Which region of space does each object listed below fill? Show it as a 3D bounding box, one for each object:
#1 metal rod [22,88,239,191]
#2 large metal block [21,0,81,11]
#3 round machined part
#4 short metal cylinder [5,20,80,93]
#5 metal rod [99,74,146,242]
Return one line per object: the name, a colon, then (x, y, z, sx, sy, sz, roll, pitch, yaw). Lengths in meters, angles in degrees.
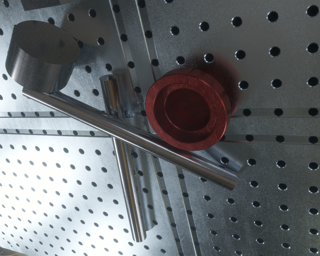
metal rod: (-0.040, 0.008, 0.409, 0.301, 0.025, 0.025, 24, 128, 2)
large metal block: (-0.109, -0.175, 0.325, 0.050, 0.080, 0.079, 3, 120, 27)
round machined part: (0.036, -0.025, 0.366, 0.098, 0.042, 0.097, 13, 124, 21)
short metal cylinder: (-0.150, -0.092, 0.398, 0.080, 0.080, 0.050, 40, 129, 1)
metal rod: (-0.052, 0.063, 0.477, 0.025, 0.025, 0.298, 8, 122, 24)
